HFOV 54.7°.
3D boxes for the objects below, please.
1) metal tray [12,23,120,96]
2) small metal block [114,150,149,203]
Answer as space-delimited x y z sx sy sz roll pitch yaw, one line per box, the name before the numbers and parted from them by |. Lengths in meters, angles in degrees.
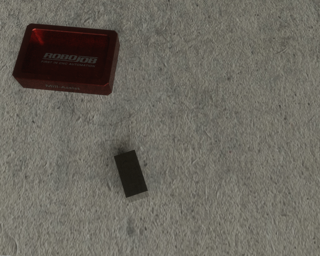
metal tray | -0.129 -0.098 0.440 0.131 0.030 0.090 5 70 2
small metal block | -0.033 0.059 0.373 0.025 0.050 0.050 -18 71 -6
